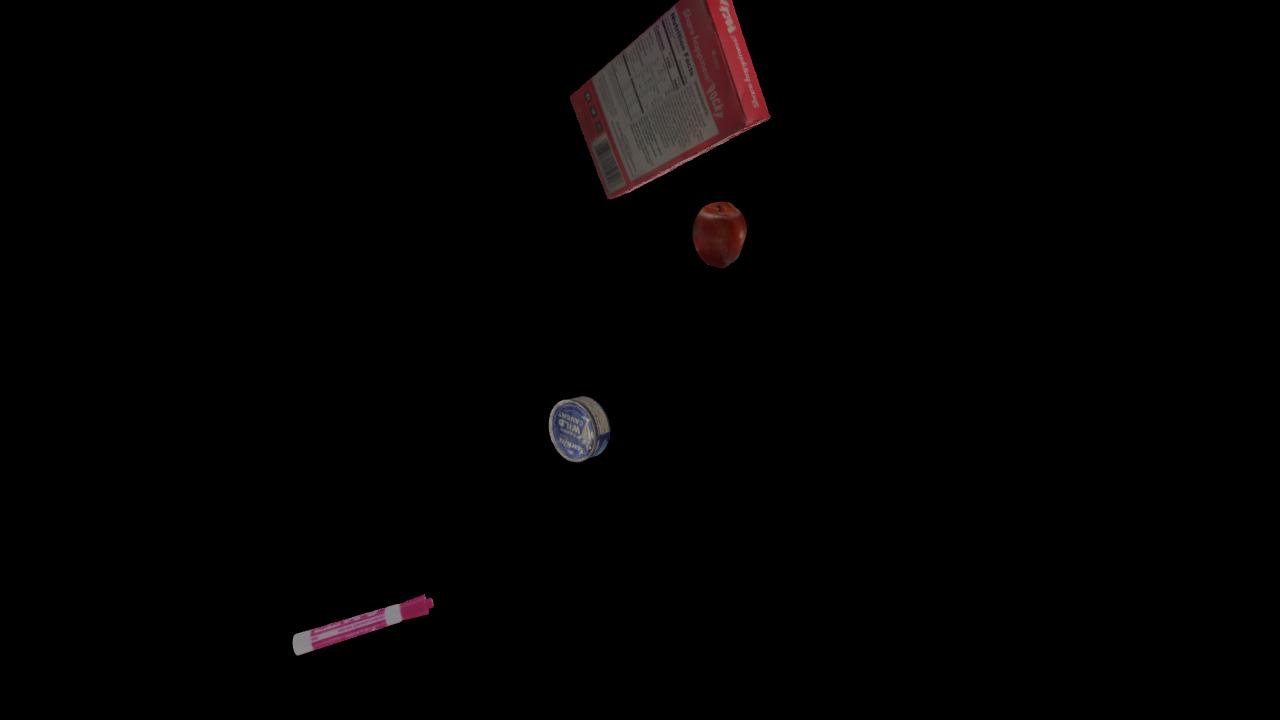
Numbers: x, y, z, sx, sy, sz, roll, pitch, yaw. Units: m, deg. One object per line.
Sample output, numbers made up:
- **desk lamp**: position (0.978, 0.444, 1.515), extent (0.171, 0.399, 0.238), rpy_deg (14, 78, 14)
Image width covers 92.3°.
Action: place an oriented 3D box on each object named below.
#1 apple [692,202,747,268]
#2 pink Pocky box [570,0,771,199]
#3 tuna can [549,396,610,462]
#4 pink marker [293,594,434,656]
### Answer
- **apple**: position (0.113, -0.180, 0.881), extent (0.079, 0.093, 0.079), rpy_deg (-4, 38, 3)
- **pink Pocky box**: position (0.013, -0.174, 0.423), extent (0.029, 0.084, 0.155), rpy_deg (-28, 12, -34)
- **tuna can**: position (-0.080, 0.091, 0.814), extent (0.084, 0.084, 0.034), rpy_deg (0, 7, 38)
- **pink marker**: position (-0.255, 0.245, 0.574), extent (0.121, 0.020, 0.020), rpy_deg (-13, 4, -15)
